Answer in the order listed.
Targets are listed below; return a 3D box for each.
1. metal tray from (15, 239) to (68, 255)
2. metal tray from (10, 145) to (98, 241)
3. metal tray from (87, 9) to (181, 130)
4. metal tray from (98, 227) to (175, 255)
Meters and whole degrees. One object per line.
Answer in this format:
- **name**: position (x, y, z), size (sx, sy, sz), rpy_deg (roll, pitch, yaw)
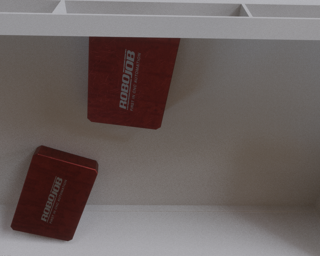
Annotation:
- **metal tray**: position (-0.238, 0.278, 0.641), size (0.091, 0.030, 0.129), rpy_deg (5, 130, -5)
- **metal tray**: position (-0.155, 0.099, 0.458), size (0.091, 0.030, 0.129), rpy_deg (19, 106, -16)
- **metal tray**: position (-0.034, -0.060, 0.354), size (0.091, 0.030, 0.129), rpy_deg (7, 130, -7)
- **metal tray**: position (-0.048, 0.245, 0.615), size (0.131, 0.030, 0.089), rpy_deg (18, 128, -15)
